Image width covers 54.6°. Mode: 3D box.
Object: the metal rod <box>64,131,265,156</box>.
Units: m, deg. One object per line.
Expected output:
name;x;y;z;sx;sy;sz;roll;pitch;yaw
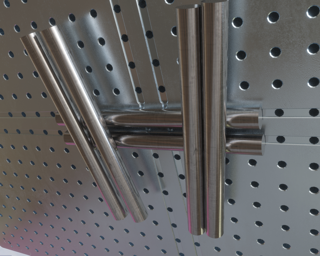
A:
metal rod;-0.013;0.017;0.430;0.300;0.025;0.025;1;119;27

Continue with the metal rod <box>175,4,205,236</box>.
metal rod;0.040;0.014;0.368;0.025;0.025;0.298;9;122;24

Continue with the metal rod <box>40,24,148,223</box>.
metal rod;-0.082;0.009;0.429;0.025;0.025;0.299;-8;115;32

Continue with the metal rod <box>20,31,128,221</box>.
metal rod;-0.115;0.011;0.448;0.025;0.025;0.299;-8;114;32

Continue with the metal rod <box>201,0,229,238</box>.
metal rod;0.063;0.013;0.355;0.025;0.025;0.298;9;122;24

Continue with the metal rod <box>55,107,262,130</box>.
metal rod;-0.021;-0.013;0.415;0.300;0.025;0.025;1;119;27
